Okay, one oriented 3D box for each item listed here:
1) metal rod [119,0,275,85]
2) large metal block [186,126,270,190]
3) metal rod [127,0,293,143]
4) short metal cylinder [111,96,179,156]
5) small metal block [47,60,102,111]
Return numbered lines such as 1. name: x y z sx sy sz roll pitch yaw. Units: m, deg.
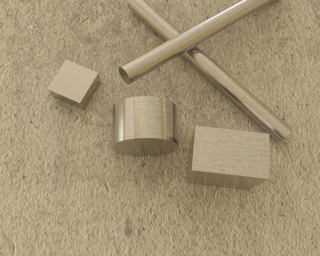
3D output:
1. metal rod: 0.073 -0.144 0.439 0.302 0.025 0.025 -34 74 -20
2. large metal block: 0.076 0.038 0.366 0.080 0.080 0.050 6 70 2
3. metal rod: 0.062 -0.092 0.442 0.025 0.025 0.300 -41 76 -14
4. short metal cylinder: -0.018 0.001 0.379 0.081 0.080 0.050 -1 70 -1
5. small metal block: -0.117 -0.059 0.428 0.050 0.025 0.050 24 72 8
